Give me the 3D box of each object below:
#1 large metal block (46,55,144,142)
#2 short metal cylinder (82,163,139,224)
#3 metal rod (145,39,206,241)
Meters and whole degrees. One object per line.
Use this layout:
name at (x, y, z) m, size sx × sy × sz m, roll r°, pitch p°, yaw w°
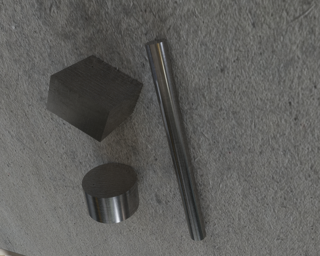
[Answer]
large metal block at (-0.080, -0.040, 0.389) m, size 0.080 × 0.080 × 0.050 m, roll 31°, pitch 128°, yaw 8°
short metal cylinder at (-0.074, 0.097, 0.470) m, size 0.080 × 0.080 × 0.050 m, roll 11°, pitch 123°, yaw 22°
metal rod at (0.027, 0.034, 0.413) m, size 0.025 × 0.025 × 0.298 m, roll 1°, pitch 119°, yaw 28°
